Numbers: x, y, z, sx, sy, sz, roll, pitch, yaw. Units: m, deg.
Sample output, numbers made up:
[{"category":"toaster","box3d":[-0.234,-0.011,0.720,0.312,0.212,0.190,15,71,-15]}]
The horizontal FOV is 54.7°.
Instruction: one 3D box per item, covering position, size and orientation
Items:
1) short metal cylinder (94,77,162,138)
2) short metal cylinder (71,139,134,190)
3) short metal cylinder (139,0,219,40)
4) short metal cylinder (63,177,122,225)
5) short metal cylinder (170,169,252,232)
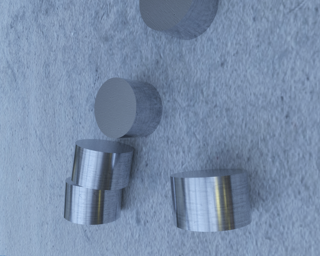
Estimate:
[{"category":"short metal cylinder","box3d":[-0.044,-0.026,0.423,0.080,0.050,0.079,0,90,39]},{"category":"short metal cylinder","box3d":[-0.080,0.049,0.433,0.080,0.081,0.050,15,100,38]},{"category":"short metal cylinder","box3d":[0.022,-0.151,0.369,0.080,0.050,0.079,0,90,39]},{"category":"short metal cylinder","box3d":[-0.096,0.100,0.446,0.080,0.081,0.050,7,94,39]},{"category":"short metal cylinder","box3d":[0.052,0.072,0.325,0.080,0.081,0.050,-7,86,39]}]
